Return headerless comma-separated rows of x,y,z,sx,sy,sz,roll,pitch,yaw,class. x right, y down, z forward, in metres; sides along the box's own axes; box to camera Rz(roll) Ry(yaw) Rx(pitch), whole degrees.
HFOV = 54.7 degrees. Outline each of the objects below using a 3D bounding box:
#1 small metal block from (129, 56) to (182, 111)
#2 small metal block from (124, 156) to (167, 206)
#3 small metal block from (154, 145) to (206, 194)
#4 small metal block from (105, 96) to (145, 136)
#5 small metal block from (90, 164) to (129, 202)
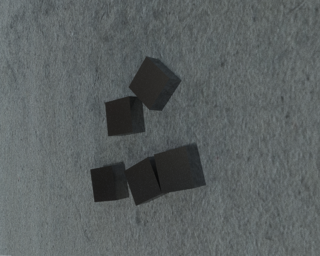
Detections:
-0.008,-0.058,0.409,0.050,0.025,0.050,48,118,29,small metal block
-0.016,0.071,0.416,0.050,0.025,0.050,-33,70,34,small metal block
0.024,0.051,0.384,0.050,0.025,0.050,-19,78,38,small metal block
-0.050,-0.016,0.444,0.050,0.025,0.050,-10,84,39,small metal block
-0.076,0.083,0.465,0.050,0.025,0.050,-15,81,38,small metal block
